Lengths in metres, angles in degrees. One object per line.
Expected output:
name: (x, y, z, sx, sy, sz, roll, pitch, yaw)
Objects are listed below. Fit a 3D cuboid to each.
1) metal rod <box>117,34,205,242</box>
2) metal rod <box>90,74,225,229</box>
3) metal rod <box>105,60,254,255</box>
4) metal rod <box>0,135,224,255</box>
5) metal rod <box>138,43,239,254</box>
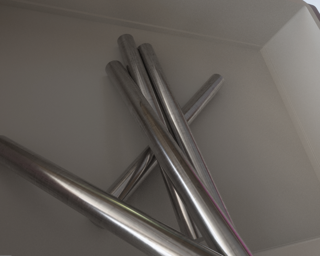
metal rod: (-0.007, -0.009, 0.381, 0.025, 0.025, 0.299, 0, 54, -29)
metal rod: (0.014, 0.008, 0.409, 0.025, 0.025, 0.301, 43, 51, 0)
metal rod: (-0.002, 0.009, 0.323, 0.025, 0.025, 0.300, -2, 38, -29)
metal rod: (-0.037, 0.068, 0.244, 0.300, 0.025, 0.025, 21, 45, 26)
metal rod: (0.024, 0.002, 0.384, 0.025, 0.025, 0.299, -2, 53, -29)
